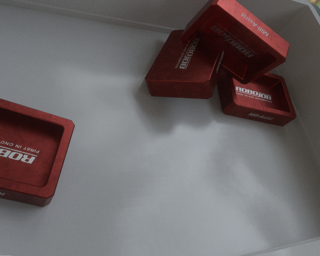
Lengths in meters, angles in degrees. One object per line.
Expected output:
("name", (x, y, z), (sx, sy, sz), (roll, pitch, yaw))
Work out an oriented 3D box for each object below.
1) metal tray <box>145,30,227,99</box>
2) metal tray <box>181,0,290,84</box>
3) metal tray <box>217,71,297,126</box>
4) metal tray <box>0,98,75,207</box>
("metal tray", (0.043, -0.098, 0.452), (0.090, 0.030, 0.130), (6, 48, 22))
("metal tray", (0.107, -0.125, 0.451), (0.130, 0.090, 0.030), (32, 62, -15))
("metal tray", (0.161, -0.057, 0.523), (0.131, 0.030, 0.090), (10, 57, -23))
("metal tray", (-0.161, 0.017, 0.304), (0.131, 0.030, 0.090), (18, 55, -18))
